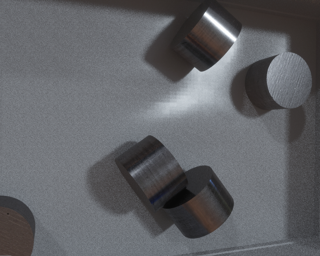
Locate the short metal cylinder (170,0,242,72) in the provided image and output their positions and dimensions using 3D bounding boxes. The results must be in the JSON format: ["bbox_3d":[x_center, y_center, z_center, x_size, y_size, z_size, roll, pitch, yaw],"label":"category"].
[{"bbox_3d":[0.059,-0.121,0.402,0.050,0.080,0.080,36,79,-17],"label":"short metal cylinder"}]

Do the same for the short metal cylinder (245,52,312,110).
[{"bbox_3d":[0.176,-0.068,0.462,0.081,0.050,0.080,0,90,-20],"label":"short metal cylinder"}]

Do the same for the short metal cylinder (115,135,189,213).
[{"bbox_3d":[-0.011,0.056,0.377,0.050,0.080,0.080,-36,102,-16],"label":"short metal cylinder"}]

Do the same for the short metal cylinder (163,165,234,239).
[{"bbox_3d":[0.047,0.093,0.398,0.080,0.080,0.050,-39,103,-16],"label":"short metal cylinder"}]

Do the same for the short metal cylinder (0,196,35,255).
[{"bbox_3d":[-0.178,0.118,0.332,0.081,0.050,0.080,0,90,-20],"label":"short metal cylinder"}]
